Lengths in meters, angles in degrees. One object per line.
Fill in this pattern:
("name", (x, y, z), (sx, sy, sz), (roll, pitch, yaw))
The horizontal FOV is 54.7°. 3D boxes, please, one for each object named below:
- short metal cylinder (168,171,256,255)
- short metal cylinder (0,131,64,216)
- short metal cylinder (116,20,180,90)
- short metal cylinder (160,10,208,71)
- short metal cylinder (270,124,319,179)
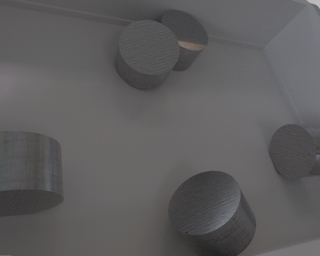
("short metal cylinder", (0.056, 0.093, 0.334), (0.050, 0.080, 0.080), (58, 44, -31))
("short metal cylinder", (-0.129, 0.043, 0.275), (0.081, 0.080, 0.050), (3, 61, -27))
("short metal cylinder", (-0.018, -0.099, 0.425), (0.081, 0.050, 0.080), (4, 74, -12))
("short metal cylinder", (0.028, -0.137, 0.488), (0.081, 0.050, 0.080), (14, 56, -21))
("short metal cylinder", (0.214, 0.034, 0.464), (0.050, 0.080, 0.080), (0, 62, -28))
